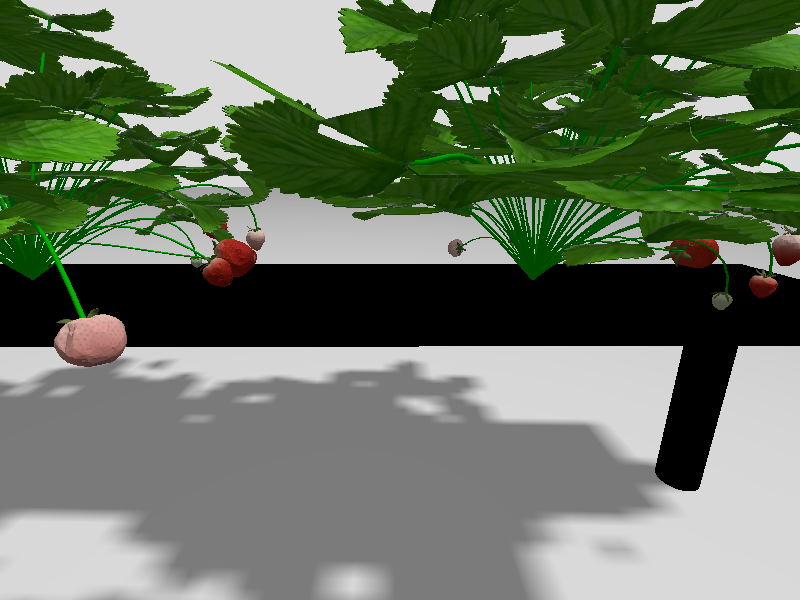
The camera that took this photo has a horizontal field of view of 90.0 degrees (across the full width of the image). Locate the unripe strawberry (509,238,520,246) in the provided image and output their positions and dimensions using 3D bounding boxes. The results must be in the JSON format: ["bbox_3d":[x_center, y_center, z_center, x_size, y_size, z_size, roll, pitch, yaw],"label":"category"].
[{"bbox_3d":[0.151,-0.077,0.518,0.021,0.019,0.019,3,-9,10],"label":"unripe strawberry"}]

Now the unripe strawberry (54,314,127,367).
[{"bbox_3d":[-0.147,0.021,0.193,0.028,0.025,0.026,-18,45,-44],"label":"unripe strawberry"}]

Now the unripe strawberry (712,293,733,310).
[{"bbox_3d":[0.222,0.001,0.276,0.011,0.011,0.011,14,22,38],"label":"unripe strawberry"}]

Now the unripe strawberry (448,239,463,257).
[{"bbox_3d":[0.063,-0.060,0.459,0.017,0.020,0.019,-9,14,-27],"label":"unripe strawberry"}]

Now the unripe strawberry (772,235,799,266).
[{"bbox_3d":[0.380,-0.048,0.390,0.030,0.031,0.029,-2,18,-8],"label":"unripe strawberry"}]

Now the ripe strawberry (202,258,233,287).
[{"bbox_3d":[-0.150,-0.022,0.332,0.024,0.023,0.022,-33,10,17],"label":"ripe strawberry"}]

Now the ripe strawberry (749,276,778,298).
[{"bbox_3d":[0.271,-0.010,0.299,0.016,0.016,0.018,7,19,21],"label":"ripe strawberry"}]

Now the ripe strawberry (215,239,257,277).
[{"bbox_3d":[-0.149,-0.038,0.364,0.034,0.035,0.031,0,17,-3],"label":"ripe strawberry"}]

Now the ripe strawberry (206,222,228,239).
[{"bbox_3d":[-0.266,-0.106,0.584,0.031,0.035,0.033,5,0,14],"label":"ripe strawberry"}]

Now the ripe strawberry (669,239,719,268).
[{"bbox_3d":[0.296,-0.050,0.399,0.042,0.036,0.042,-4,18,-14],"label":"ripe strawberry"}]

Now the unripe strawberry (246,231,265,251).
[{"bbox_3d":[-0.180,-0.074,0.500,0.021,0.025,0.025,-17,24,-42],"label":"unripe strawberry"}]

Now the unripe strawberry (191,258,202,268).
[{"bbox_3d":[-0.187,-0.034,0.369,0.010,0.010,0.009,-1,17,-5],"label":"unripe strawberry"}]
